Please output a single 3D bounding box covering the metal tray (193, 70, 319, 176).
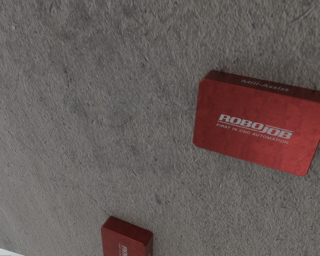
[{"bbox_3d":[0.106,-0.007,0.344,0.130,0.030,0.089,15,125,19],"label":"metal tray"}]

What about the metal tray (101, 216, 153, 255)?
[{"bbox_3d":[-0.061,0.232,0.580,0.090,0.030,0.129,15,125,19],"label":"metal tray"}]
